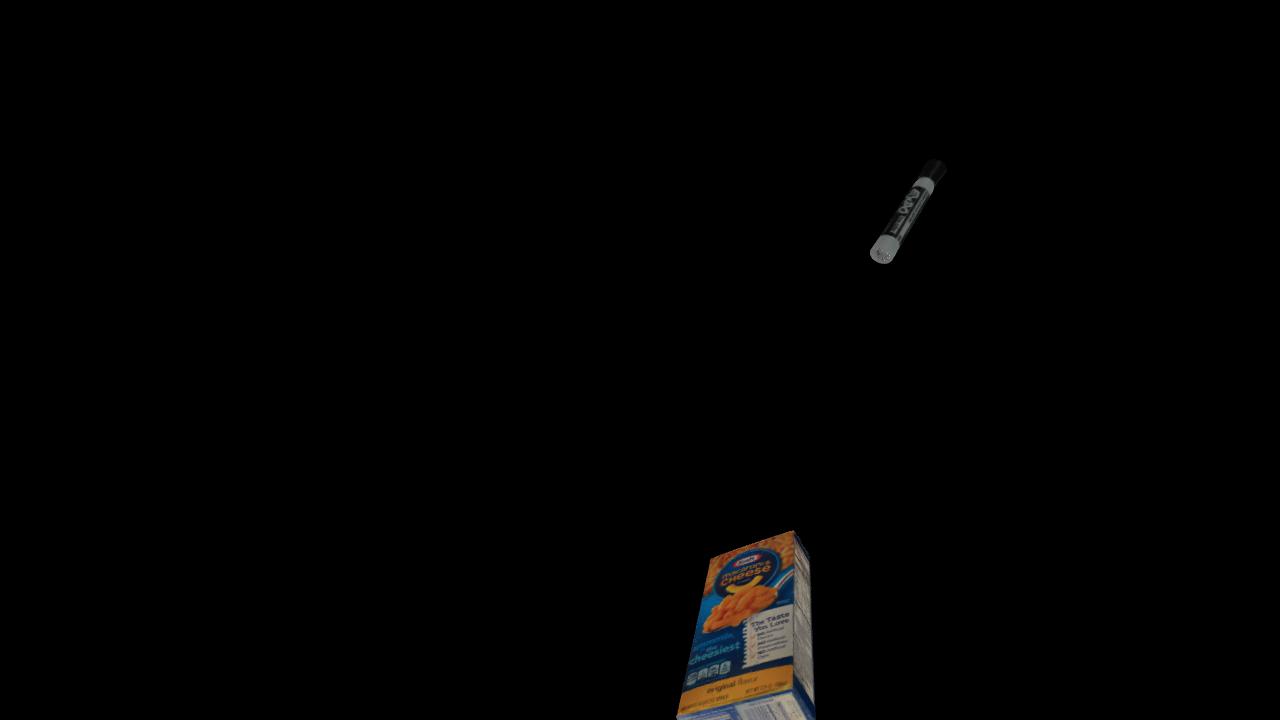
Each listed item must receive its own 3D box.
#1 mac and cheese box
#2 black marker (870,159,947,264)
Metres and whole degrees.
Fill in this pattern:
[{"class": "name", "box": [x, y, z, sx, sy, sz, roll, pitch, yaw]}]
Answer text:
[{"class": "mac and cheese box", "box": [0.092, 0.218, 0.502, 0.093, 0.041, 0.184, -28, 10, 20]}, {"class": "black marker", "box": [0.229, -0.129, 0.521, 0.020, 0.121, 0.020, 31, -23, 15]}]
